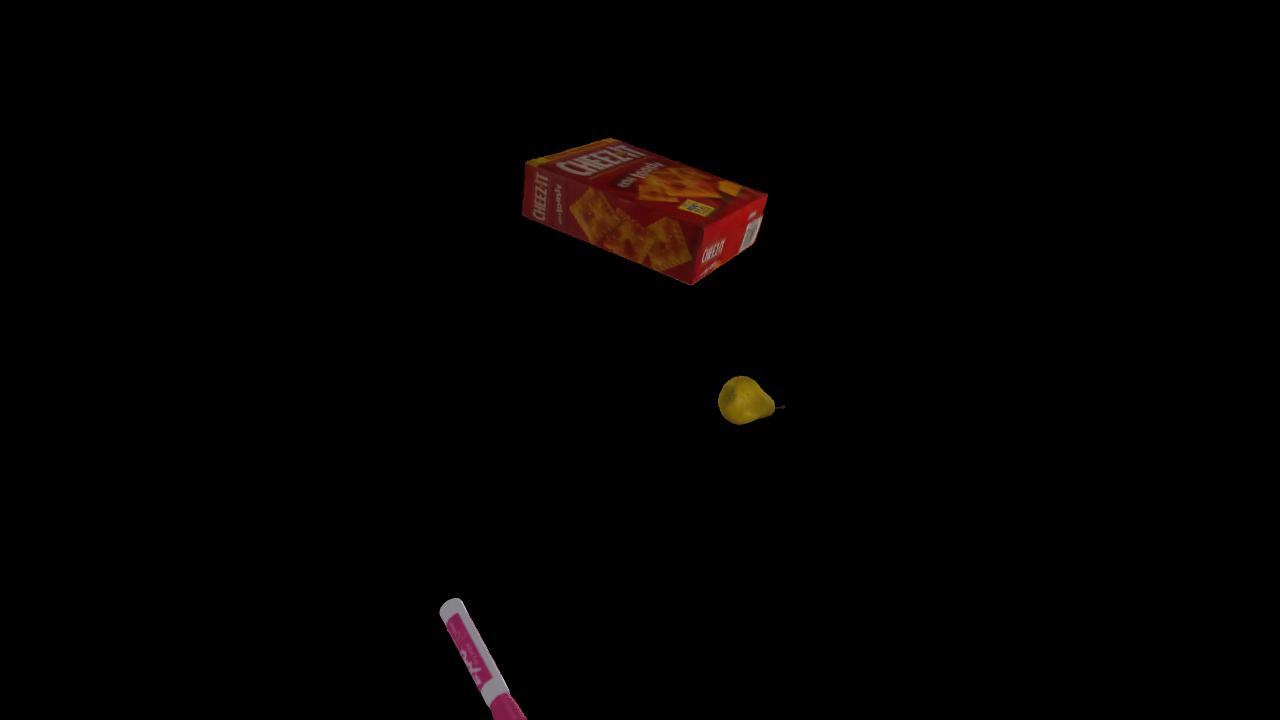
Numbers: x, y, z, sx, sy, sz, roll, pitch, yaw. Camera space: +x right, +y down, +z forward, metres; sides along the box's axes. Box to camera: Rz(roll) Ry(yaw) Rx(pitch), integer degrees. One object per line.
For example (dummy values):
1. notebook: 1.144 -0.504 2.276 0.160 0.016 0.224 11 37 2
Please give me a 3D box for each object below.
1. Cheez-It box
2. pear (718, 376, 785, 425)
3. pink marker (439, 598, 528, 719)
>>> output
1. Cheez-It box: 0.007 -0.174 0.685 0.223 0.071 0.166 26 37 22
2. pear: 0.185 0.074 1.013 0.111 0.080 0.080 24 -9 -22
3. pink marker: -0.114 0.220 0.442 0.020 0.020 0.121 0 25 -40
